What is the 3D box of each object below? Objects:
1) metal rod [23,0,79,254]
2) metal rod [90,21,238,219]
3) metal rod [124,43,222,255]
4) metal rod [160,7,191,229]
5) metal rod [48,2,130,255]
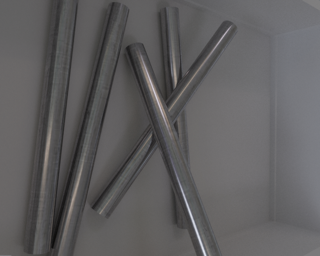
[{"bbox_3d":[-0.107,-0.028,0.316,0.025,0.025,0.298,9,85,-40],"label":"metal rod"},{"bbox_3d":[0.014,-0.022,0.391,0.025,0.025,0.300,45,71,-31],"label":"metal rod"},{"bbox_3d":[0.017,0.038,0.346,0.025,0.025,0.299,-8,72,-40],"label":"metal rod"},{"bbox_3d":[0.024,-0.011,0.426,0.025,0.025,0.298,-8,95,-40],"label":"metal rod"},{"bbox_3d":[-0.077,0.003,0.341,0.025,0.025,0.299,19,78,-39],"label":"metal rod"}]
